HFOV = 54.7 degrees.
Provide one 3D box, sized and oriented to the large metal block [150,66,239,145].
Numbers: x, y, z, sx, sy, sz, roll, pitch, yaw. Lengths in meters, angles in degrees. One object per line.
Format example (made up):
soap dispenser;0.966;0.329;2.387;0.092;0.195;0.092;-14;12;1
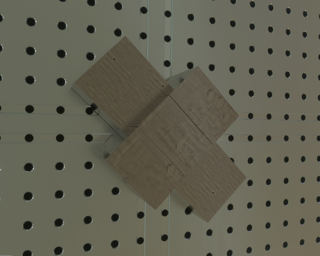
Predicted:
large metal block;0.040;-0.026;0.400;0.050;0.080;0.080;-46;105;-14

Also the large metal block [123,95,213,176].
large metal block;0.005;0.009;0.387;0.050;0.080;0.080;-46;105;-14

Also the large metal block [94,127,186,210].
large metal block;-0.028;0.044;0.374;0.050;0.080;0.080;-46;105;-14

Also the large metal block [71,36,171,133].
large metal block;-0.048;-0.050;0.379;0.080;0.050;0.080;-47;105;-13

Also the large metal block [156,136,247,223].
large metal block;0.054;0.065;0.421;0.080;0.050;0.080;-45;105;-14
